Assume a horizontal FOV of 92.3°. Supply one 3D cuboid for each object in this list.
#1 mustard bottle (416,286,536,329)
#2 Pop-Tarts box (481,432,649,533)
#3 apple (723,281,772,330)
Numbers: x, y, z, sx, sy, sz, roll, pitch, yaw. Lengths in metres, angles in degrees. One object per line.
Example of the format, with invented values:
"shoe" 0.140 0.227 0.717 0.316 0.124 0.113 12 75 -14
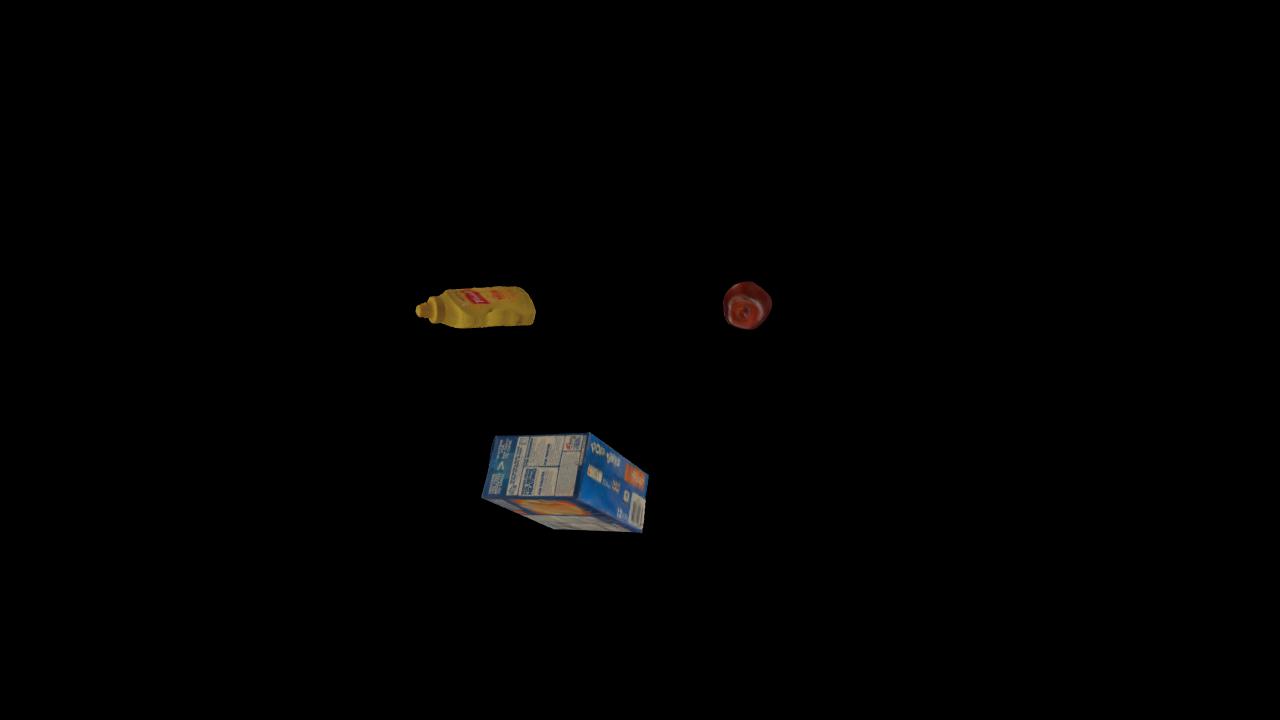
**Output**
"mustard bottle" -0.268 -0.084 0.993 0.184 0.054 0.092 -7 44 -38
"Pop-Tarts box" -0.089 0.159 0.783 0.141 0.083 0.167 -6 -30 26
"apple" 0.175 -0.090 1.000 0.079 0.079 0.093 0 22 14
